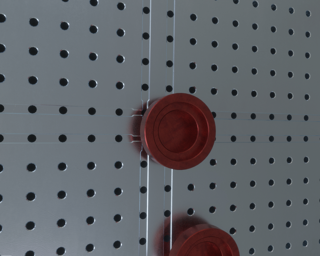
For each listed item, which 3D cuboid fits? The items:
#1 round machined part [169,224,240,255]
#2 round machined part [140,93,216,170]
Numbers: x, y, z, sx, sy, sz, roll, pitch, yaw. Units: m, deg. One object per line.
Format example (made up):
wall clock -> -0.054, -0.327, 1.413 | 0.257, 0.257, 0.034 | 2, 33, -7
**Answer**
round machined part -> 0.056, 0.180, 0.424 | 0.099, 0.042, 0.097 | 0, 90, -20
round machined part -> 0.021, 0.004, 0.411 | 0.099, 0.042, 0.097 | 0, 90, -20
